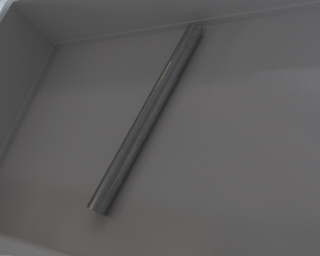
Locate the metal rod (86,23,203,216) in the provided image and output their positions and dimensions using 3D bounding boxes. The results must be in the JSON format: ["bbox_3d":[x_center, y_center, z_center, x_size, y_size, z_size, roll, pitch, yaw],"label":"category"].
[{"bbox_3d":[-0.013,-0.024,0.427,0.025,0.025,0.300,16,70,34],"label":"metal rod"}]
